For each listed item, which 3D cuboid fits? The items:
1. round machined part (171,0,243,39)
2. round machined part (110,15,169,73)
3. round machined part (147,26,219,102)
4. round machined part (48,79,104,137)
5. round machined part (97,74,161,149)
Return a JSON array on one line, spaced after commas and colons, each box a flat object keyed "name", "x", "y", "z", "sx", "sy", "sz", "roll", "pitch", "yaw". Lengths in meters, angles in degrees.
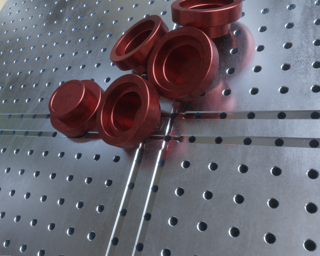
[{"name": "round machined part", "x": 0.066, "y": -0.158, "z": 0.443, "sx": 0.098, "sy": 0.042, "sz": 0.098, "roll": -4, "pitch": 35, "yaw": 3}, {"name": "round machined part", "x": -0.026, "y": -0.123, "z": 0.477, "sx": 0.098, "sy": 0.042, "sz": 0.098, "roll": -27, "pitch": 38, "yaw": 24}, {"name": "round machined part", "x": 0.034, "y": -0.082, "z": 0.418, "sx": 0.098, "sy": 0.042, "sz": 0.098, "roll": -8, "pitch": 76, "yaw": 33}, {"name": "round machined part", "x": -0.137, "y": -0.038, "z": 0.494, "sx": 0.098, "sy": 0.042, "sz": 0.098, "roll": -13, "pitch": 56, "yaw": 21}, {"name": "round machined part", "x": -0.038, "y": -0.020, "z": 0.418, "sx": 0.098, "sy": 0.042, "sz": 0.098, "roll": -14, "pitch": 67, "yaw": 37}]
